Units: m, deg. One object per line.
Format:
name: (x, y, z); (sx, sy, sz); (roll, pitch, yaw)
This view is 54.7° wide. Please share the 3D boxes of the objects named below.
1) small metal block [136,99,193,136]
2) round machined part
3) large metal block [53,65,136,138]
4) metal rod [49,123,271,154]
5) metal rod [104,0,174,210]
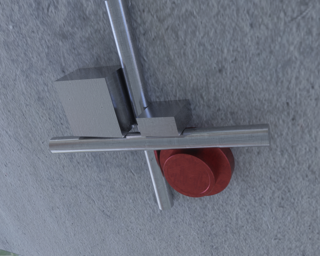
small metal block: (0.007, -0.013, 0.379); (0.050, 0.050, 0.025); (-1, 118, 28)
round machined part: (0.044, 0.051, 0.404); (0.098, 0.042, 0.097); (13, 124, 20)
large metal block: (-0.080, -0.035, 0.410); (0.080, 0.050, 0.079); (1, 119, 27)
metal rod: (-0.019, 0.016, 0.395); (0.301, 0.025, 0.025); (-4, 117, 25)
metal rod: (-0.021, -0.013, 0.409); (0.025, 0.025, 0.298); (1, 119, 27)
